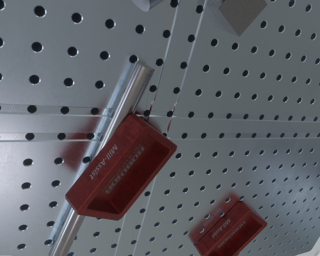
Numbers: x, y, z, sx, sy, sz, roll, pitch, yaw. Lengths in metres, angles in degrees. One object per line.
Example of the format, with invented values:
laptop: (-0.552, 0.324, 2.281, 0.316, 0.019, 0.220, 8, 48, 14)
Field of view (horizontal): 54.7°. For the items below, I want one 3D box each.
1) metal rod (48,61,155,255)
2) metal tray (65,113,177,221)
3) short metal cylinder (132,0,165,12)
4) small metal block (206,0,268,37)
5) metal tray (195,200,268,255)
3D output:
metal rod: (-0.082, 0.055, 0.400, 0.025, 0.025, 0.298, 15, 111, -35)
metal tray: (-0.044, 0.054, 0.392, 0.130, 0.030, 0.090, -51, 146, 0)
short metal cylinder: (-0.011, -0.153, 0.275, 0.050, 0.080, 0.080, -35, 129, -5)
small metal block: (0.092, -0.148, 0.371, 0.050, 0.025, 0.050, -49, 129, 6)
metal tray: (0.144, 0.214, 0.619, 0.130, 0.030, 0.090, -46, 129, 4)
